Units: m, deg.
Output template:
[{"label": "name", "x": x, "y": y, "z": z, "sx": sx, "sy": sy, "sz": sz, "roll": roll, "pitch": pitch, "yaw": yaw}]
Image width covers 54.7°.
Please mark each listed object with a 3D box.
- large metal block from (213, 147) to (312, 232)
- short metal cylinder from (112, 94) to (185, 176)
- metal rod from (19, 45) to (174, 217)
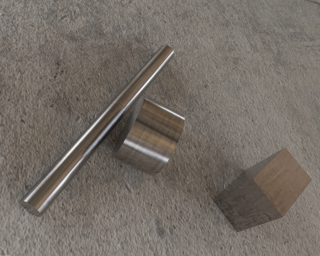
[{"label": "large metal block", "x": 0.127, "y": 0.078, "z": 0.389, "sx": 0.081, "sy": 0.080, "sz": 0.050, "roll": -30, "pitch": 79, "yaw": -38}, {"label": "short metal cylinder", "x": -0.014, "y": 0.008, "z": 0.356, "sx": 0.050, "sy": 0.080, "sz": 0.080, "roll": 27, "pitch": 52, "yaw": -11}, {"label": "metal rod", "x": -0.056, "y": -0.021, "z": 0.386, "sx": 0.025, "sy": 0.025, "sz": 0.301, "roll": 37, "pitch": 51, "yaw": -4}]
